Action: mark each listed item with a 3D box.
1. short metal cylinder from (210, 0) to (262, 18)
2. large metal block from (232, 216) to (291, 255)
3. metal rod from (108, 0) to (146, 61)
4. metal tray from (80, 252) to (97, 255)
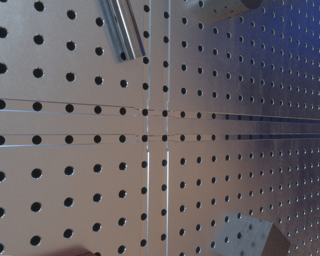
[{"bbox_3d":[0.122,-0.224,0.497,0.081,0.050,0.079,-1,91,-40],"label":"short metal cylinder"},{"bbox_3d":[0.180,0.217,0.548,0.080,0.050,0.080,46,62,-30],"label":"large metal block"},{"bbox_3d":[-0.072,-0.225,0.349,0.025,0.025,0.298,-28,108,-37],"label":"metal rod"},{"bbox_3d":[-0.101,0.209,0.322,0.091,0.030,0.129,0,90,-40],"label":"metal tray"}]
